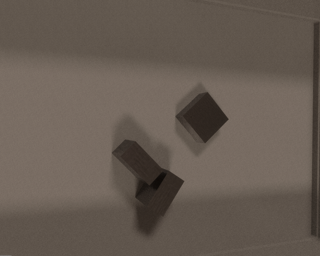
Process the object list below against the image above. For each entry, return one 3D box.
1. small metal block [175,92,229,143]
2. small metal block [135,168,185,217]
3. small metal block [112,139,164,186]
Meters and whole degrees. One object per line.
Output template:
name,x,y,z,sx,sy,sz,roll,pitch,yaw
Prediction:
small metal block,0.059,-0.014,0.434,0.050,0.025,0.050,-44,104,-15
small metal block,-0.001,0.079,0.398,0.025,0.050,0.050,36,78,-17
small metal block,-0.029,0.042,0.387,0.025,0.050,0.050,-46,105,-14
